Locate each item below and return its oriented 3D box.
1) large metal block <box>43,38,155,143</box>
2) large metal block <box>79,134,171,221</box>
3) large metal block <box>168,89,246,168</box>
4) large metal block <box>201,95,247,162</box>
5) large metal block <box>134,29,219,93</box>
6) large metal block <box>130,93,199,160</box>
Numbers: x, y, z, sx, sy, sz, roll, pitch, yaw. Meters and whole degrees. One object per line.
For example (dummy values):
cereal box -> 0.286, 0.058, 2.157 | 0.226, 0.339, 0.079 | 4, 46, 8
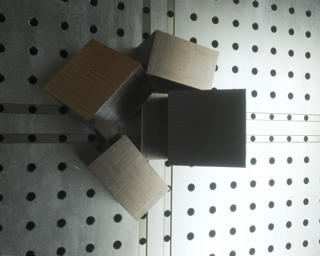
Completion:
large metal block -> -0.068, -0.044, 0.351 | 0.080, 0.080, 0.050 | -51, 150, -13
large metal block -> -0.045, 0.053, 0.365 | 0.050, 0.080, 0.080 | -42, 104, -16
large metal block -> 0.054, 0.000, 0.345 | 0.080, 0.050, 0.080 | 0, 89, 14
large metal block -> 0.086, 0.000, 0.406 | 0.050, 0.080, 0.080 | 0, 90, 18
large metal block -> 0.014, -0.075, 0.389 | 0.081, 0.080, 0.050 | 14, 85, -19
large metal block -> 0.007, -0.002, 0.402 | 0.081, 0.050, 0.080 | 1, 90, -20
